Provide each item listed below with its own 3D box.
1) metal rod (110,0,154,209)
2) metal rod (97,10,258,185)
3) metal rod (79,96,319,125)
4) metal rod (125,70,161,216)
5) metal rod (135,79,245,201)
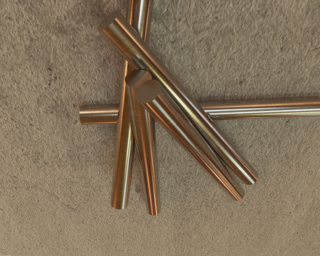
[{"bbox_3d":[-0.036,-0.021,0.358,0.025,0.025,0.298,6,121,-6],"label":"metal rod"},{"bbox_3d":[0.043,-0.012,0.361,0.025,0.025,0.300,-29,130,22],"label":"metal rod"},{"bbox_3d":[0.053,-0.022,0.389,0.302,0.025,0.025,-2,130,1],"label":"metal rod"},{"bbox_3d":[-0.015,0.045,0.406,0.025,0.025,0.298,-2,142,1],"label":"metal rod"},{"bbox_3d":[0.057,0.037,0.384,0.025,0.025,0.300,-22,144,18],"label":"metal rod"}]
